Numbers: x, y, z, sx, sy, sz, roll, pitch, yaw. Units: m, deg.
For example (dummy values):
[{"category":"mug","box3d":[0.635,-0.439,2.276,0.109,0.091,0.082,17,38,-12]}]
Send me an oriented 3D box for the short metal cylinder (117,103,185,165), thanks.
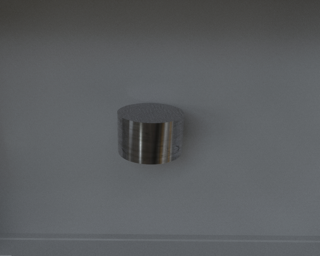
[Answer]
[{"category":"short metal cylinder","box3d":[-0.011,0.004,0.380,0.080,0.080,0.050,2,110,-1]}]
